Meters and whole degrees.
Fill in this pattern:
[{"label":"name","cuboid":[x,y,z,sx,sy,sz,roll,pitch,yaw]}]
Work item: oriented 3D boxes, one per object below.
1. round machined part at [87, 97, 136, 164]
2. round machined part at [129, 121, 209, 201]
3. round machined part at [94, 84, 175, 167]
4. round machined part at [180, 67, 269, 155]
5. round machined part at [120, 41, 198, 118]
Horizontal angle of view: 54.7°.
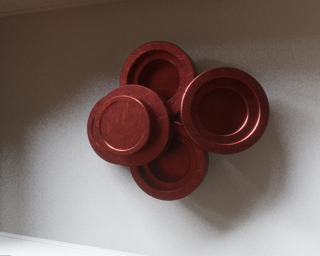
[{"label":"round machined part","cuboid":[-0.056,0.001,0.417,0.098,0.042,0.097,0,90,19]},{"label":"round machined part","cuboid":[0.014,0.039,0.394,0.098,0.042,0.097,0,90,19]},{"label":"round machined part","cuboid":[-0.036,-0.003,0.365,0.098,0.042,0.097,0,90,19]},{"label":"round machined part","cuboid":[0.072,-0.019,0.363,0.099,0.042,0.097,0,87,-1]},{"label":"round machined part","cuboid":[0.002,-0.058,0.399,0.098,0.042,0.097,0,90,19]}]
